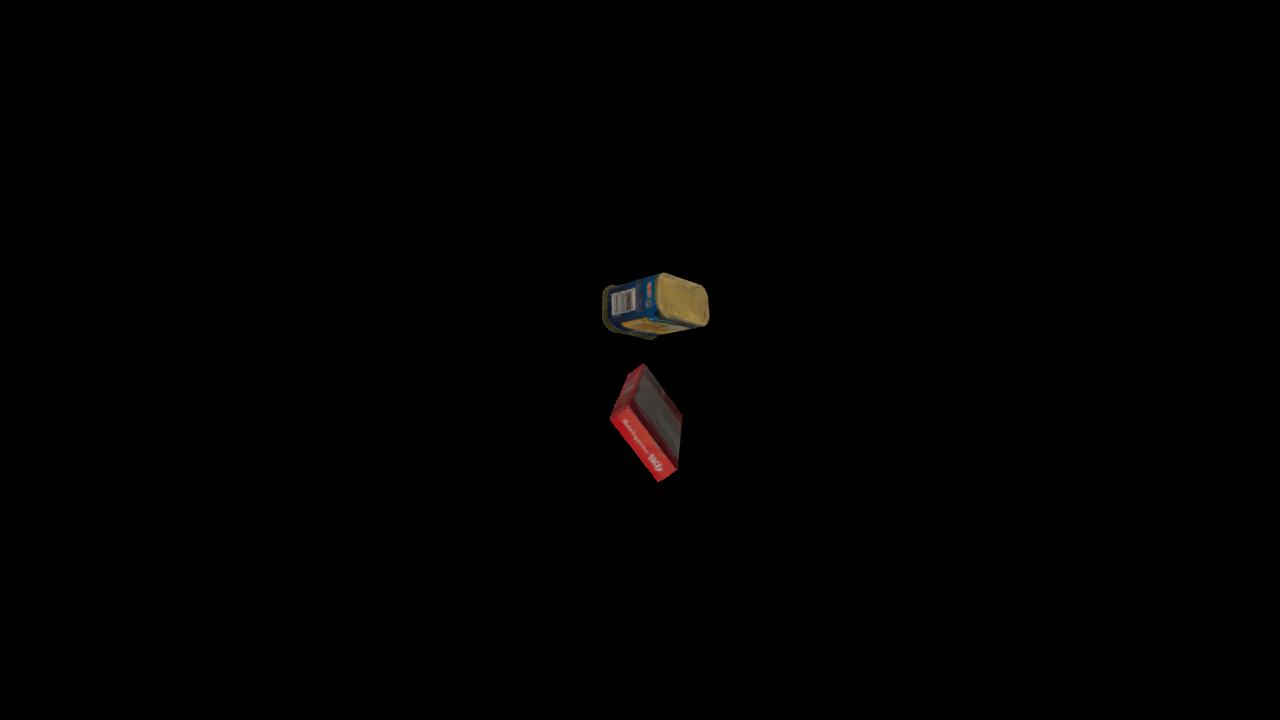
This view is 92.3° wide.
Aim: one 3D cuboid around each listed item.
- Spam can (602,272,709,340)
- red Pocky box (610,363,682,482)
[{"bbox_3d":[0.020,-0.062,0.728,0.085,0.058,0.101,-10,-12,41],"label":"Spam can"},{"bbox_3d":[0.010,0.061,0.658,0.028,0.083,0.155,-33,9,13],"label":"red Pocky box"}]
